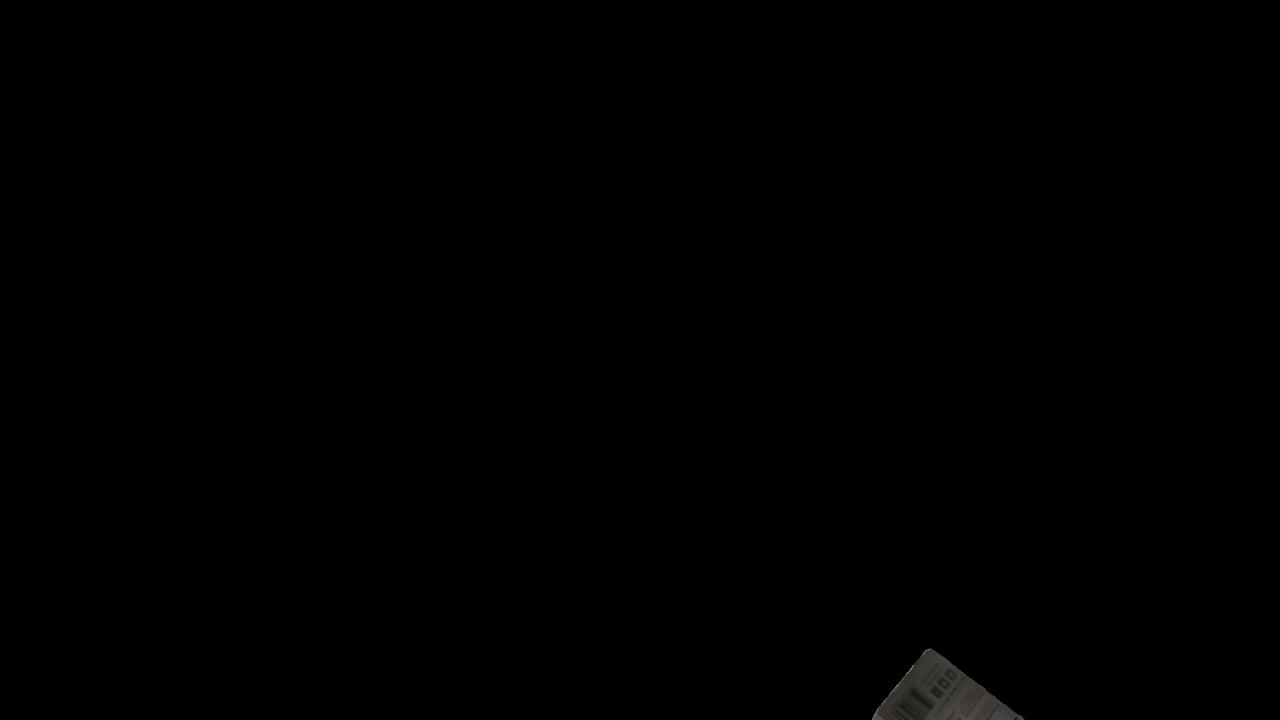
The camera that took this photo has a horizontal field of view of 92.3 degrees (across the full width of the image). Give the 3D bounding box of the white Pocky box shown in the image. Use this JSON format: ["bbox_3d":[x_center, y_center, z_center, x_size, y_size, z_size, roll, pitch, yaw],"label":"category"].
[{"bbox_3d":[0.263,0.299,0.457,0.084,0.028,0.154,-26,41,-32],"label":"white Pocky box"}]
